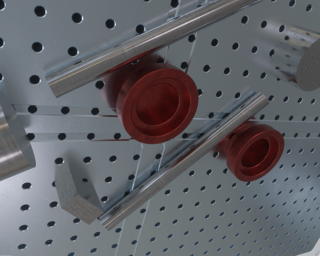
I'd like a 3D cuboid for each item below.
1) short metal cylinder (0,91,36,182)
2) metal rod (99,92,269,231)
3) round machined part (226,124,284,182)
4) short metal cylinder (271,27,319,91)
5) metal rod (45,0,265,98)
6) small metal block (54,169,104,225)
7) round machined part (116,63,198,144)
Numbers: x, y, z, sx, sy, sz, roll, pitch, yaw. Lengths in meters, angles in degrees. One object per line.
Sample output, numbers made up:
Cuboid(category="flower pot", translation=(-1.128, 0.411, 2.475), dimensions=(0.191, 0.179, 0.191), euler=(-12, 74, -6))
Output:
Cuboid(category="short metal cylinder", translation=(-0.160, 0.011, 0.295), dimensions=(0.050, 0.080, 0.080), euler=(-23, 127, -14))
Cuboid(category="metal rod", translation=(0.037, 0.048, 0.460), dimensions=(0.301, 0.025, 0.025), euler=(-38, 129, -3))
Cuboid(category="round machined part", translation=(0.148, 0.036, 0.503), dimensions=(0.099, 0.042, 0.097), euler=(-14, 124, -21))
Cuboid(category="short metal cylinder", translation=(0.209, -0.099, 0.448), dimensions=(0.081, 0.050, 0.079), euler=(-14, 124, -21))
Cuboid(category="metal rod", translation=(0.017, -0.111, 0.351), dimensions=(0.302, 0.025, 0.025), euler=(-28, 128, -11))
Cuboid(category="small metal block", translation=(-0.103, 0.087, 0.393), dimensions=(0.025, 0.050, 0.050), euler=(-40, 129, -1))
Cuboid(category="round machined part", translation=(-0.006, -0.032, 0.377), dimensions=(0.099, 0.042, 0.097), euler=(-14, 124, -21))
